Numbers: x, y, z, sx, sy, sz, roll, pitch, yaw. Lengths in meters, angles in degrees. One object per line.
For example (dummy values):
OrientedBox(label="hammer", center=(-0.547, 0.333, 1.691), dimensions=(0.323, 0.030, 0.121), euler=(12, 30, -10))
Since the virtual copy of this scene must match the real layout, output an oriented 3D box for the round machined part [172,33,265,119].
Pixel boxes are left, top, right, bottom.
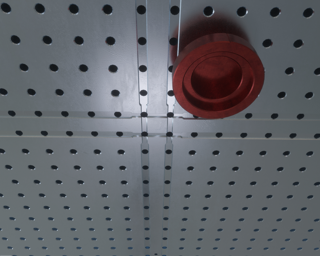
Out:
OrientedBox(label="round machined part", center=(0.063, -0.061, 0.349), dimensions=(0.099, 0.042, 0.097), euler=(0, 130, 0))
